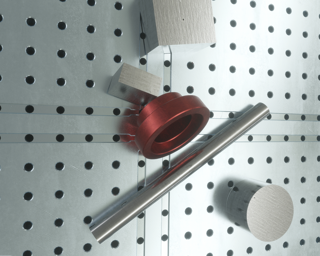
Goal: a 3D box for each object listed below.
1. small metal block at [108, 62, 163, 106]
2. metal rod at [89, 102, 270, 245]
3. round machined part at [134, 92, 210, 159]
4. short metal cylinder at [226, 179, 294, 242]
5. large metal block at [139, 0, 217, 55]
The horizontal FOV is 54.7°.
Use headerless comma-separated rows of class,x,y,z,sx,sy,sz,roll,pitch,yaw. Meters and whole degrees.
small metal block,-0.032,-0.053,0.386,0.050,0.050,0.025,19,73,-19
metal rod,0.038,0.053,0.428,0.302,0.025,0.025,-34,102,-17
round machined part,0.011,-0.007,0.389,0.099,0.098,0.042,-26,64,-18
short metal cylinder,0.146,0.119,0.455,0.081,0.050,0.079,0,90,-20
large metal block,0.022,-0.145,0.408,0.081,0.050,0.079,-9,93,-20
